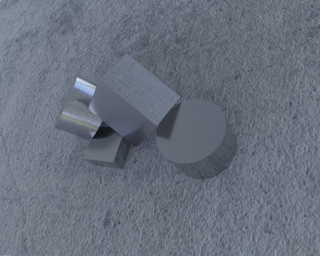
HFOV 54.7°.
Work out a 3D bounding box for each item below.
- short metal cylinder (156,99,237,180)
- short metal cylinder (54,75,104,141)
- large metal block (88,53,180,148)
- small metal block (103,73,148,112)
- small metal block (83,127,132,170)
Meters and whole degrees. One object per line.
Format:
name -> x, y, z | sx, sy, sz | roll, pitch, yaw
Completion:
short metal cylinder -> 0.043, 0.013, 0.358 | 0.080, 0.050, 0.080 | -13, 56, 20
short metal cylinder -> -0.110, -0.028, 0.439 | 0.080, 0.050, 0.080 | -49, 27, 37
large metal block -> -0.035, -0.030, 0.382 | 0.080, 0.080, 0.050 | 39, 60, -3
small metal block -> -0.050, -0.052, 0.462 | 0.050, 0.025, 0.050 | -1, 61, 27
small metal block -> -0.069, 0.026, 0.423 | 0.050, 0.025, 0.050 | 3, 63, 29
